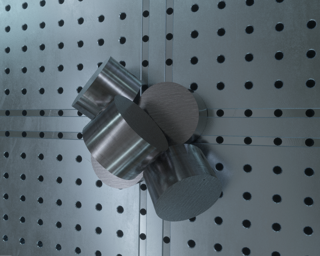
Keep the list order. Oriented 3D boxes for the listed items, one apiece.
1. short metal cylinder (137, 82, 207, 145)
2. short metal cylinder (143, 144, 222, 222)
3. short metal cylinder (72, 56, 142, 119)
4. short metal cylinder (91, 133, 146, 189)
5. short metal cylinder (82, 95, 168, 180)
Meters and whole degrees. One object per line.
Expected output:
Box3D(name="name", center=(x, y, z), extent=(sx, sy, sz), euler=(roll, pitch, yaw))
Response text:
Box3D(name="short metal cylinder", center=(0.015, -0.016, 0.392), extent=(0.080, 0.050, 0.079), euler=(0, 90, 19))
Box3D(name="short metal cylinder", center=(0.025, 0.065, 0.366), extent=(0.080, 0.080, 0.050), euler=(-42, 42, 15))
Box3D(name="short metal cylinder", center=(-0.068, -0.045, 0.399), extent=(0.050, 0.080, 0.080), euler=(37, 104, -19))
Box3D(name="short metal cylinder", center=(-0.044, 0.036, 0.413), extent=(0.080, 0.050, 0.079), euler=(0, 90, 19))
Box3D(name="short metal cylinder", center=(-0.037, 0.010, 0.341), extent=(0.050, 0.080, 0.080), euler=(-43, 77, 15))
